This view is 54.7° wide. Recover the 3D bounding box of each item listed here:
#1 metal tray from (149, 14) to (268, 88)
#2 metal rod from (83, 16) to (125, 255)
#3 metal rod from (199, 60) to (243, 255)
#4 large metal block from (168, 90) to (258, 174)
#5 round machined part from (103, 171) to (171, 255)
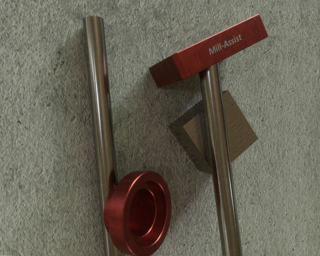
[{"bbox_3d":[0.059,-0.096,0.397,0.131,0.090,0.030,-29,100,-18],"label":"metal tray"},{"bbox_3d":[-0.069,0.016,0.384,0.025,0.025,0.298,-6,92,-20],"label":"metal rod"},{"bbox_3d":[0.079,0.067,0.386,0.025,0.025,0.298,-10,95,-20],"label":"metal rod"},{"bbox_3d":[0.072,0.006,0.424,0.080,0.050,0.080,-38,103,-16],"label":"large metal block"},{"bbox_3d":[-0.030,0.101,0.374,0.099,0.042,0.097,8,80,-56],"label":"round machined part"}]
